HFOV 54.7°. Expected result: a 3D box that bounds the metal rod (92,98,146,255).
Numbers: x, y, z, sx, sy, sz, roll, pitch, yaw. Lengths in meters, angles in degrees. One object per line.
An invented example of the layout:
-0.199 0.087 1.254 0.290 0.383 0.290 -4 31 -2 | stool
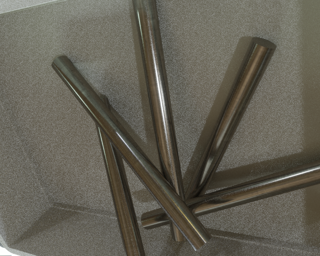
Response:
-0.048 0.105 0.414 0.025 0.025 0.299 -20 81 35 | metal rod

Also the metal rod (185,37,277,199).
0.068 0.031 0.392 0.025 0.025 0.298 26 128 12 | metal rod

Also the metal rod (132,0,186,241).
0.005 0.000 0.370 0.025 0.025 0.298 -1 107 28 | metal rod

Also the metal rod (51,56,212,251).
-0.045 0.019 0.387 0.300 0.025 0.025 50 131 16 | metal rod

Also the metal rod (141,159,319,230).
0.098 0.083 0.385 0.300 0.025 0.025 -25 105 29 | metal rod
